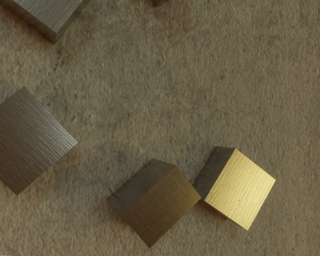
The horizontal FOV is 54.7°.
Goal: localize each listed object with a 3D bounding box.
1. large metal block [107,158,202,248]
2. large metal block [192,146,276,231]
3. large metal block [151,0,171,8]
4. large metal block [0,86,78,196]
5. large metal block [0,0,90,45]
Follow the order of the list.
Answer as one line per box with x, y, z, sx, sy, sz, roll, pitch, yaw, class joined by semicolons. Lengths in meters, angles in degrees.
-0.010;0.086;0.377;0.080;0.080;0.050;-40;103;-16;large metal block
0.100;0.082;0.434;0.080;0.050;0.080;37;78;-17;large metal block
0.008;-0.210;0.383;0.050;0.080;0.080;-34;101;-17;large metal block
-0.151;0.013;0.340;0.080;0.050;0.080;-44;104;-15;large metal block
-0.128;-0.156;0.348;0.080;0.050;0.080;37;78;-17;large metal block
